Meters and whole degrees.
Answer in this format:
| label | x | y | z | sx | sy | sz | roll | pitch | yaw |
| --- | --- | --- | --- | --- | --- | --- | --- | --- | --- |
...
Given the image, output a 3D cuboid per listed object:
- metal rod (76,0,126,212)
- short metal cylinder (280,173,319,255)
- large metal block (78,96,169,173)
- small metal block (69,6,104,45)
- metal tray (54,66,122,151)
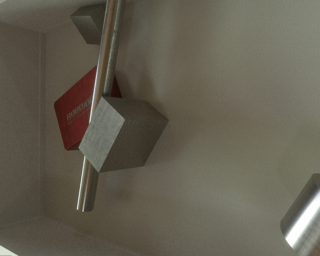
| label | x | y | z | sx | sy | sz | roll | pitch | yaw |
| --- | --- | --- | --- | --- | --- | --- | --- | --- | --- |
| metal rod | -0.084 | -0.027 | 0.433 | 0.025 | 0.025 | 0.298 | 17 | 101 | 38 |
| short metal cylinder | 0.147 | 0.081 | 0.249 | 0.080 | 0.081 | 0.050 | 37 | 113 | 33 |
| large metal block | -0.047 | 0.008 | 0.408 | 0.050 | 0.081 | 0.080 | 43 | 116 | 31 |
| small metal block | -0.100 | -0.154 | 0.468 | 0.050 | 0.050 | 0.025 | 15 | 58 | 38 |
| metal tray | -0.115 | -0.028 | 0.496 | 0.130 | 0.030 | 0.090 | -30 | 72 | 35 |
